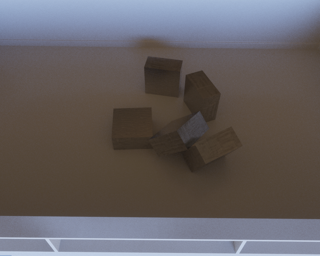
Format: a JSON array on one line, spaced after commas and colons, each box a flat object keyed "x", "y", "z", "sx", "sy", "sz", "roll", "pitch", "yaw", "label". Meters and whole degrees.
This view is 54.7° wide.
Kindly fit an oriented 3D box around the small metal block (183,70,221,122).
[{"x": 0.056, "y": -0.042, "z": 0.425, "sx": 0.025, "sy": 0.050, "sz": 0.050, "roll": -18, "pitch": 53, "yaw": -15, "label": "small metal block"}]

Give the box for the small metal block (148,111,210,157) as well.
[{"x": 0.023, "y": 0.007, "z": 0.375, "sx": 0.050, "sy": 0.050, "sz": 0.025, "roll": -39, "pitch": 103, "yaw": -42, "label": "small metal block"}]

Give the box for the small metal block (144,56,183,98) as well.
[{"x": 0.005, "y": -0.074, "z": 0.451, "sx": 0.050, "sy": 0.050, "sz": 0.025, "roll": 8, "pitch": 51, "yaw": 6, "label": "small metal block"}]

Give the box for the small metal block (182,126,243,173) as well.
[{"x": 0.060, "y": 0.026, "z": 0.364, "sx": 0.050, "sy": 0.050, "sz": 0.025, "roll": -23, "pitch": 77, "yaw": -19, "label": "small metal block"}]

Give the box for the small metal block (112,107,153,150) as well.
[{"x": -0.035, "y": 0.000, "z": 0.404, "sx": 0.050, "sy": 0.025, "sz": 0.050, "roll": -2, "pitch": 50, "yaw": -2, "label": "small metal block"}]
